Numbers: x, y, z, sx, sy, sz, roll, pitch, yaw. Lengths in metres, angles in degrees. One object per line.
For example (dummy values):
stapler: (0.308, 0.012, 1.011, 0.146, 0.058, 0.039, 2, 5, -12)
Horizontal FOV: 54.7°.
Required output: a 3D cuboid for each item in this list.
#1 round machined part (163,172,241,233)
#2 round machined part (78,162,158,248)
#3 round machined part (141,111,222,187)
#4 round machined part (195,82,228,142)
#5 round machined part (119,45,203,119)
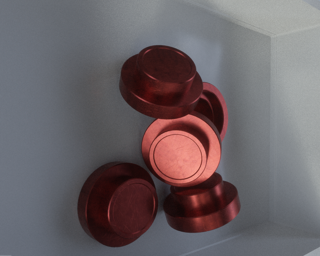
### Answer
round machined part: (0.051, 0.089, 0.402, 0.099, 0.098, 0.042, -25, 106, -37)
round machined part: (-0.041, 0.090, 0.361, 0.099, 0.042, 0.097, 0, 90, -40)
round machined part: (0.024, 0.028, 0.376, 0.042, 0.098, 0.097, -53, 130, -70)
round machined part: (0.048, -0.014, 0.436, 0.099, 0.042, 0.097, 0, 90, -40)
round machined part: (0.004, -0.060, 0.362, 0.099, 0.042, 0.098, 8, 48, -9)
